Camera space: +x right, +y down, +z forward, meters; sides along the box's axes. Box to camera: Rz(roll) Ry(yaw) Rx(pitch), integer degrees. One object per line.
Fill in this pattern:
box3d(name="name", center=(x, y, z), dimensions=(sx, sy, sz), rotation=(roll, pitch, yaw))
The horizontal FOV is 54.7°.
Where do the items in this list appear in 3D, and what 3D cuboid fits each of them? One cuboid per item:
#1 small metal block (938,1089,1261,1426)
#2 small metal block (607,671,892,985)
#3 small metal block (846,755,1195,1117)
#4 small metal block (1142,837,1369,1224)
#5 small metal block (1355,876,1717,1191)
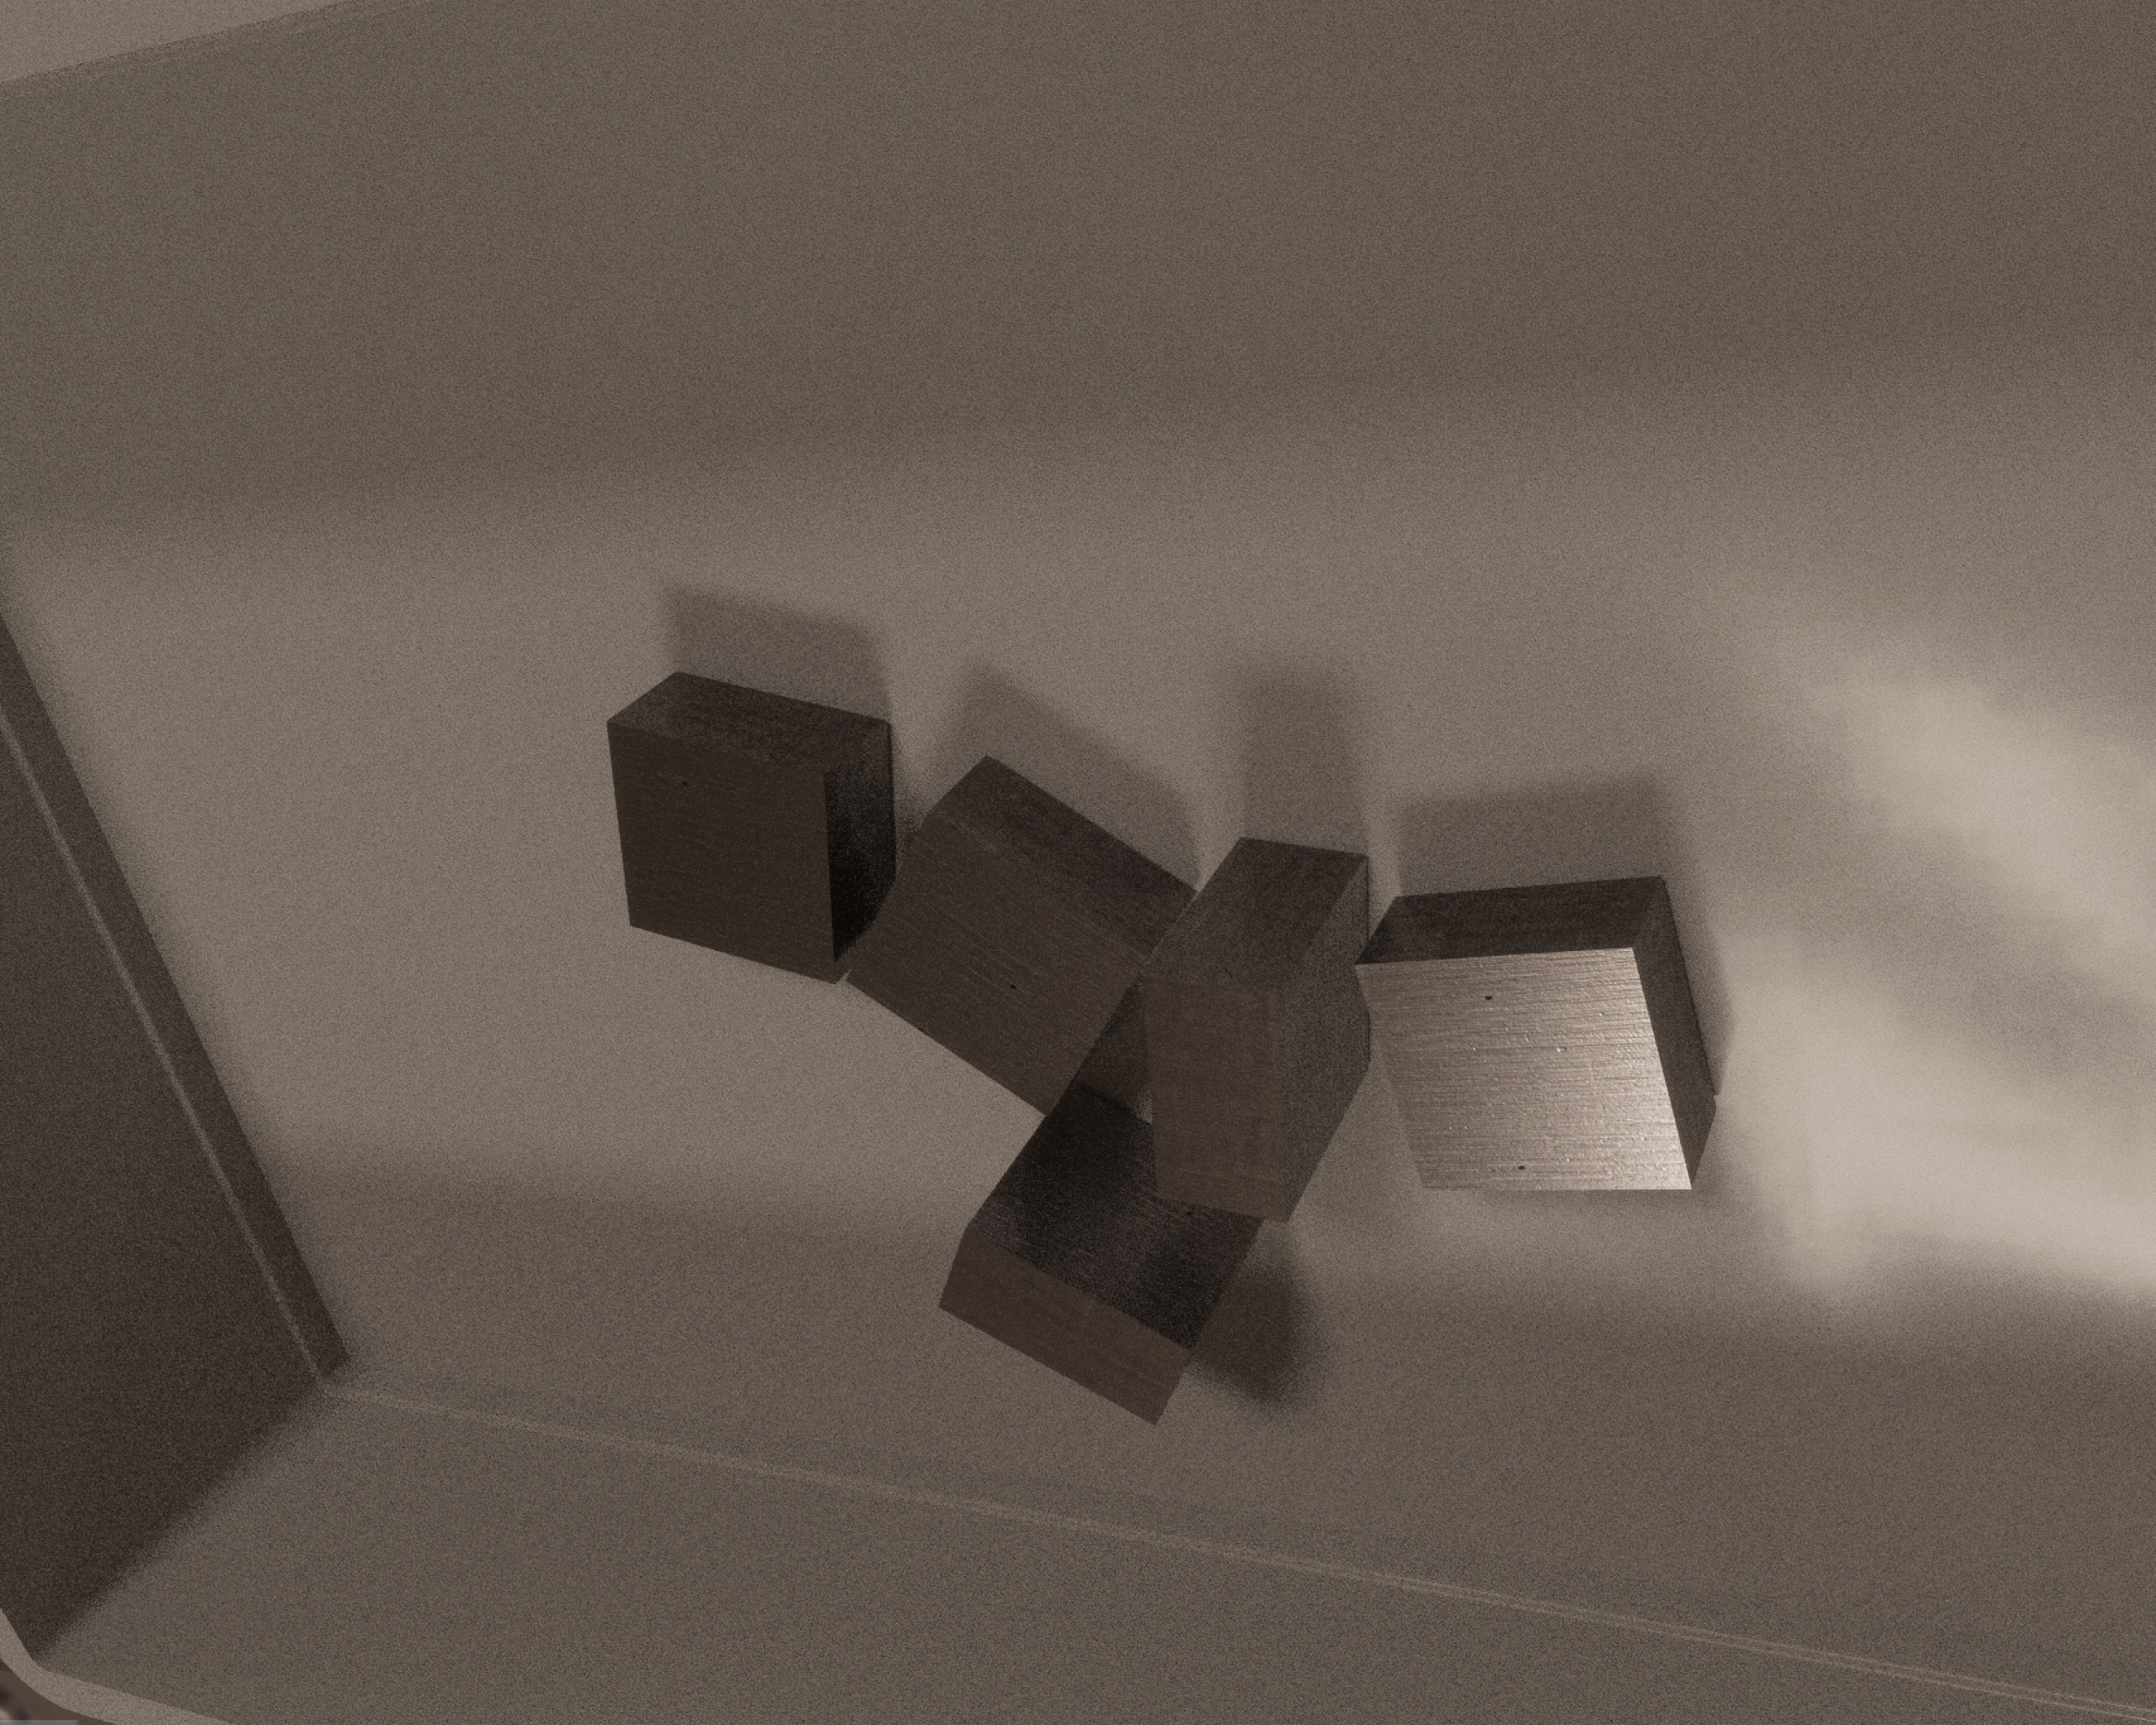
box3d(name="small metal block", center=(0.007, 0.080, 0.434), dimensions=(0.050, 0.050, 0.025), rotation=(27, 128, 10))
box3d(name="small metal block", center=(-0.067, -0.008, 0.434), dimensions=(0.050, 0.025, 0.050), rotation=(14, 124, 20))
box3d(name="small metal block", center=(-0.012, 0.015, 0.419), dimensions=(0.050, 0.025, 0.050), rotation=(33, 129, 5))
box3d(name="small metal block", center=(0.035, 0.030, 0.390), dimensions=(0.025, 0.050, 0.050), rotation=(9, 122, 23))
box3d(name="small metal block", center=(0.084, 0.032, 0.380), dimensions=(0.050, 0.025, 0.050), rotation=(-6, 116, 30))
